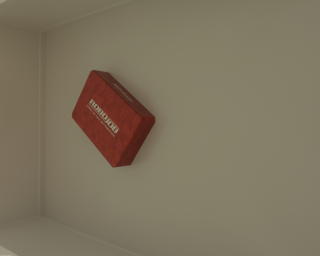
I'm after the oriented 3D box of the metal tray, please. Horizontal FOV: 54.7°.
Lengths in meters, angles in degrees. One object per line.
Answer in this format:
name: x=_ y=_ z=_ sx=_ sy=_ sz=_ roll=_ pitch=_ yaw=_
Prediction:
metal tray: x=-0.074 y=-0.016 z=0.462 sx=0.130 sy=0.030 sz=0.089 roll=44 pitch=116 yaw=30
